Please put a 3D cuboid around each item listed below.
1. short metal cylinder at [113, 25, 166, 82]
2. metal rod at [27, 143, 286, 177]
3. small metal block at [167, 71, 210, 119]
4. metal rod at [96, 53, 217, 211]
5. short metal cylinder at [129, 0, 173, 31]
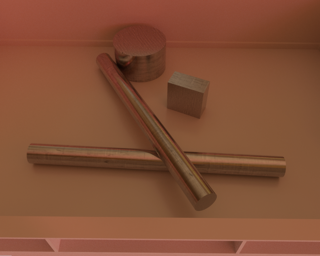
[{"bbox_3d":[-0.031,-0.117,0.487,0.081,0.050,0.080,0,50,0],"label":"short metal cylinder"},{"bbox_3d":[-0.006,0.038,0.372,0.302,0.025,0.025,3,50,2],"label":"metal rod"},{"bbox_3d":[0.038,-0.045,0.427,0.050,0.050,0.025,19,53,15],"label":"small metal block"},{"bbox_3d":[-0.023,-0.019,0.397,0.025,0.025,0.300,-21,46,-17],"label":"metal rod"},{"bbox_3d":[-0.017,-0.222,0.578,0.081,0.050,0.080,0,50,0],"label":"short metal cylinder"}]
